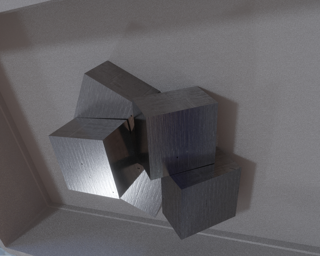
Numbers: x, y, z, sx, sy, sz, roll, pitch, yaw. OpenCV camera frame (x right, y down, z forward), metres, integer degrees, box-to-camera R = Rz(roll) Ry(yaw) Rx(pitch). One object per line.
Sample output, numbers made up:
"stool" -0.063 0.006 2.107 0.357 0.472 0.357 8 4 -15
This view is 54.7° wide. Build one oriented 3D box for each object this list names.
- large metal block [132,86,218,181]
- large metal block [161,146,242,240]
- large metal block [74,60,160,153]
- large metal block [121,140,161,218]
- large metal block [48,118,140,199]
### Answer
"large metal block" 0.017 0.004 0.356 0.081 0.050 0.079 -13 122 -17
"large metal block" 0.049 0.079 0.384 0.050 0.081 0.079 45 144 51
"large metal block" -0.059 -0.027 0.404 0.080 0.050 0.079 31 128 7
"large metal block" -0.022 0.067 0.438 0.080 0.050 0.079 26 128 11
"large metal block" -0.079 0.035 0.386 0.080 0.050 0.079 3 119 27
